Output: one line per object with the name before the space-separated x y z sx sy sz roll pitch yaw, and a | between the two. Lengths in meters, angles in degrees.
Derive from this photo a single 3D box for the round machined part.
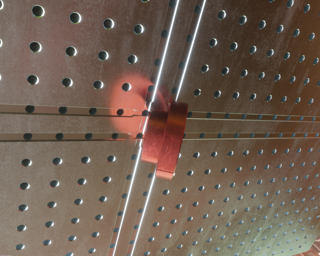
round machined part | 0.003 0.013 0.387 0.042 0.098 0.097 13 116 1
